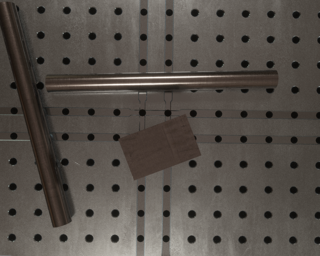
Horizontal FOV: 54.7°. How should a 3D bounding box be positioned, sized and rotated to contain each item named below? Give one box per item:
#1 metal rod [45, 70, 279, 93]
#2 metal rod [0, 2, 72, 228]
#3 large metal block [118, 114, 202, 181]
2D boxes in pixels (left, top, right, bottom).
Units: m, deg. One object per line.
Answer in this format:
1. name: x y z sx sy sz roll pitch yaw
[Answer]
1. metal rod: 0.003 -0.062 0.413 0.302 0.025 0.025 -1 90 -1
2. metal rod: -0.167 -0.017 0.411 0.025 0.025 0.298 -15 90 0
3. large metal block: 0.000 0.021 0.386 0.080 0.080 0.050 -21 90 0
